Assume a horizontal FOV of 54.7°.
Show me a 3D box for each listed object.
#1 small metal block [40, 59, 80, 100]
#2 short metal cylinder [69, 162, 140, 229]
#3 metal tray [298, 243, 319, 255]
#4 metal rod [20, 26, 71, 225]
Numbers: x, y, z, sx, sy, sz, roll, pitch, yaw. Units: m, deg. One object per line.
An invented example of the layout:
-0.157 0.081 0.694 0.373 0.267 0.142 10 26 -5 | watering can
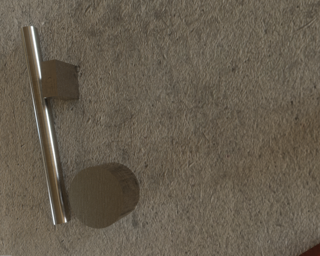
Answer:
-0.143 -0.067 0.446 0.025 0.050 0.050 -5 88 20 | small metal block
-0.075 0.089 0.422 0.080 0.050 0.080 0 90 20 | short metal cylinder
0.199 0.199 0.336 0.090 0.030 0.130 -40 78 15 | metal tray
-0.174 -0.007 0.470 0.025 0.025 0.298 -13 86 19 | metal rod
